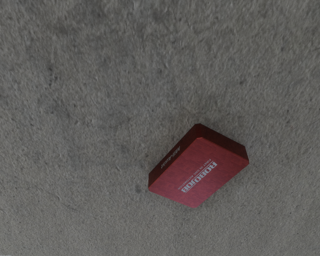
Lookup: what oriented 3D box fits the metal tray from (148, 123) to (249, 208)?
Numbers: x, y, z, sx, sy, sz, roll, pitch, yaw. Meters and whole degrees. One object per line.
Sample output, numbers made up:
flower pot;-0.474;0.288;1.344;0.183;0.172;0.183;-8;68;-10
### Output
metal tray;0.053;0.061;0.456;0.090;0.030;0.129;26;125;-21
